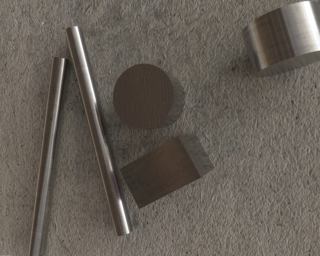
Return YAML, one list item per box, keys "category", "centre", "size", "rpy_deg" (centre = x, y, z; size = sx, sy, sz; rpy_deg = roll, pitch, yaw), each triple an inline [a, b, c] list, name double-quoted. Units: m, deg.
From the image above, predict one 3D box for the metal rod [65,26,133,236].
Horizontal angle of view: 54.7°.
- category: "metal rod"
  centre: [-0.088, 0.001, 0.439]
  size: [0.025, 0.025, 0.298]
  rpy_deg: [-17, 84, 19]

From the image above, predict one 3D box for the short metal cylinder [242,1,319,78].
- category: "short metal cylinder"
  centre: [0.134, -0.091, 0.332]
  size: [0.080, 0.080, 0.050]
  rpy_deg: [-16, 85, 19]

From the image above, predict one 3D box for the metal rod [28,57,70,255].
- category: "metal rod"
  centre: [-0.168, 0.045, 0.468]
  size: [0.025, 0.025, 0.298]
  rpy_deg: [9, 93, 19]

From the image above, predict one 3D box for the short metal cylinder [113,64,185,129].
- category: "short metal cylinder"
  centre: [-0.013, -0.039, 0.400]
  size: [0.080, 0.050, 0.079]
  rpy_deg: [0, 90, 20]

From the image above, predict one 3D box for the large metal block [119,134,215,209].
- category: "large metal block"
  centre: [0.012, 0.049, 0.375]
  size: [0.080, 0.080, 0.050]
  rpy_deg: [-31, 80, 17]
